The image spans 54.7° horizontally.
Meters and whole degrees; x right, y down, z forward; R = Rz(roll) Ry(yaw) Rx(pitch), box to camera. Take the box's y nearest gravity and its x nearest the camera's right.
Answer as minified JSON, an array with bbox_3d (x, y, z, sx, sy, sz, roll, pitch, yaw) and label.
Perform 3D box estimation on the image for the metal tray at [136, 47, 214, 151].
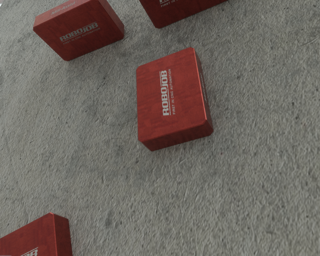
[{"bbox_3d":[0.016,-0.041,0.418,0.090,0.030,0.130,-17,55,18],"label":"metal tray"}]

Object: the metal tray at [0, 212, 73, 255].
[{"bbox_3d":[-0.172,0.174,0.384,0.130,0.030,0.090,-29,52,10],"label":"metal tray"}]

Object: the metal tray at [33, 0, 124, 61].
[{"bbox_3d":[-0.140,-0.176,0.543,0.130,0.090,0.030,-16,55,19],"label":"metal tray"}]

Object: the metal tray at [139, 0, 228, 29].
[{"bbox_3d":[0.034,-0.217,0.477,0.130,0.090,0.030,-17,55,18],"label":"metal tray"}]

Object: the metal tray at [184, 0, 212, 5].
[{"bbox_3d":[0.087,-0.261,0.500,0.090,0.030,0.130,1,60,31],"label":"metal tray"}]
